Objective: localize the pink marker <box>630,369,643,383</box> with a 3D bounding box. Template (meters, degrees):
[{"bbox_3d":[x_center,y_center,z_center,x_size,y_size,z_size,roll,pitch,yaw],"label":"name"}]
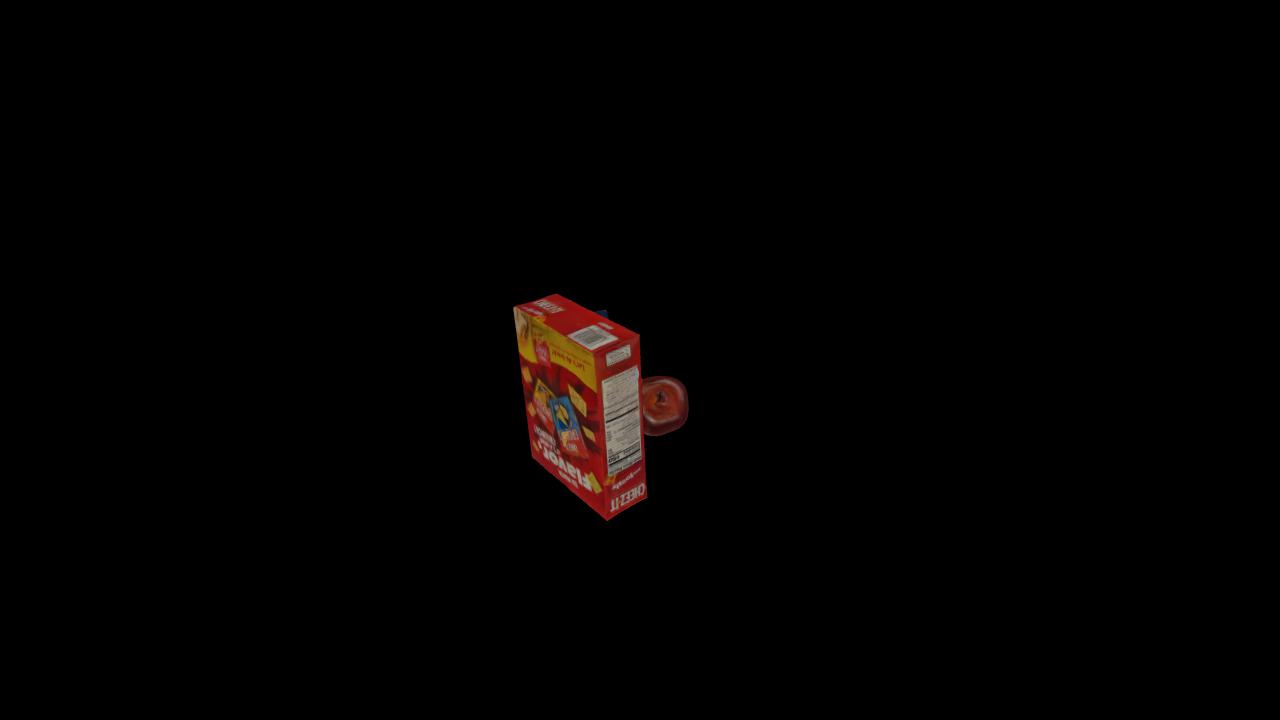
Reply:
[{"bbox_3d":[-0.008,0.021,0.701,0.020,0.020,0.121,0,-6,2],"label":"pink marker"}]

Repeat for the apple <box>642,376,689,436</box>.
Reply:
[{"bbox_3d":[0.023,0.057,0.769,0.079,0.079,0.093,0,-17,-4],"label":"apple"}]

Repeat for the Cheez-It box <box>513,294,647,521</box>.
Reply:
[{"bbox_3d":[-0.069,0.052,0.720,0.071,0.223,0.166,-22,34,-33],"label":"Cheez-It box"}]

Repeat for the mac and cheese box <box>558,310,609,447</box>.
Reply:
[{"bbox_3d":[-0.067,0.017,0.765,0.093,0.184,0.041,-10,-42,-9],"label":"mac and cheese box"}]
